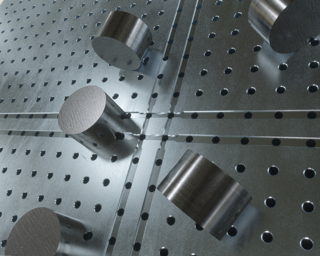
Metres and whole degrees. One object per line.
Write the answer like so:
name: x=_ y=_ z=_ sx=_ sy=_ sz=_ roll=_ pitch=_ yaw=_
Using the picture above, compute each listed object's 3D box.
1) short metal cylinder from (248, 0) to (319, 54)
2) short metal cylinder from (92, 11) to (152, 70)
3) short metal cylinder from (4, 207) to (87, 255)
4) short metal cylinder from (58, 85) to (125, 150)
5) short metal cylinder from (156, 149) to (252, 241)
short metal cylinder: x=0.156 y=-0.138 z=0.376 sx=0.080 sy=0.080 sz=0.050 roll=-31 pitch=52 yaw=8
short metal cylinder: x=-0.059 y=-0.135 z=0.485 sx=0.080 sy=0.080 sz=0.050 roll=9 pitch=67 yaw=32
short metal cylinder: x=-0.137 y=0.142 z=0.375 sx=0.080 sy=0.050 sz=0.080 roll=-13 pitch=56 yaw=20
short metal cylinder: x=-0.099 y=-0.015 z=0.452 sx=0.080 sy=0.050 sz=0.080 roll=-13 pitch=56 yaw=20
short metal cylinder: x=0.043 y=0.066 z=0.309 sx=0.080 sy=0.080 sz=0.050 roll=34 pitch=81 yaw=38
